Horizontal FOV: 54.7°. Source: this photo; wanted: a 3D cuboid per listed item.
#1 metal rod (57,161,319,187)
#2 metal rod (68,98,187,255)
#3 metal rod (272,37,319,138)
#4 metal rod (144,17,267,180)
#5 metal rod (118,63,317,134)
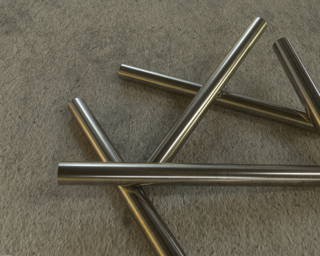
[{"bbox_3d":[0.047,0.051,0.338,0.302,0.025,0.025,2,50,-7],"label":"metal rod"},{"bbox_3d":[-0.036,0.066,0.347,0.025,0.025,0.300,-26,55,-20],"label":"metal rod"},{"bbox_3d":[0.203,0.004,0.373,0.025,0.025,0.299,-8,59,-7],"label":"metal rod"},{"bbox_3d":[0.068,-0.050,0.414,0.025,0.025,0.301,28,65,21],"label":"metal rod"},{"bbox_3d":[0.082,-0.044,0.440,0.301,0.025,0.025,17,52,14],"label":"metal rod"}]
